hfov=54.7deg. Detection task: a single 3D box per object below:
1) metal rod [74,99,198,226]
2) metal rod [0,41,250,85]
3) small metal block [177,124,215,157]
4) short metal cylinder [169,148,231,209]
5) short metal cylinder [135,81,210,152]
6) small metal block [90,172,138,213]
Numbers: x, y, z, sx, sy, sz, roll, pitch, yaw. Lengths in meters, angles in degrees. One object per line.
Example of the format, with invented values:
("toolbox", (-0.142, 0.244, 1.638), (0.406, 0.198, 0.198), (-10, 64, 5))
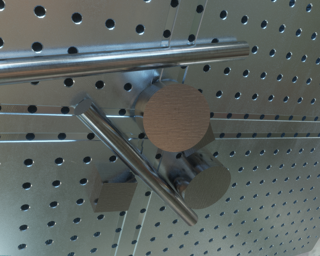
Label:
("metal rod", (-0.016, 0.068, 0.444), (0.025, 0.025, 0.300), (-39, 130, -2))
("metal rod", (-0.027, -0.076, 0.348), (0.303, 0.025, 0.025), (-11, 123, -23))
("small metal block", (0.046, 0.006, 0.440), (0.050, 0.025, 0.050), (-31, 129, -9))
("short metal cylinder", (0.061, 0.077, 0.476), (0.081, 0.050, 0.079), (-14, 124, -21))
("short metal cylinder", (0.014, -0.016, 0.377), (0.081, 0.050, 0.079), (-4, 103, -15))
("small metal block", (-0.065, 0.089, 0.431), (0.050, 0.025, 0.050), (6, 116, -31))
